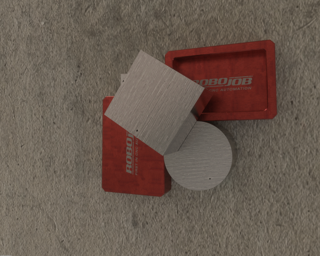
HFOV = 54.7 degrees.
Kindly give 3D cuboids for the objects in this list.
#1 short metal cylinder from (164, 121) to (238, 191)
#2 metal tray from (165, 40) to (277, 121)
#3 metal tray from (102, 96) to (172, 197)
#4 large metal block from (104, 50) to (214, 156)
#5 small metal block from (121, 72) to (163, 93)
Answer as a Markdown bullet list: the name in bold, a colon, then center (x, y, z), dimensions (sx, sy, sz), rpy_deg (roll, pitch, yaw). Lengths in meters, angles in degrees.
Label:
- **short metal cylinder**: center (0.051, 0.032, 0.378), dimensions (0.080, 0.050, 0.080), rpy_deg (0, 90, 20)
- **metal tray**: center (0.073, -0.054, 0.381), dimensions (0.130, 0.030, 0.089), rpy_deg (-2, 89, 19)
- **metal tray**: center (-0.031, 0.022, 0.419), dimensions (0.090, 0.030, 0.129), rpy_deg (1, 90, 20)
- **large metal block**: center (0.000, -0.027, 0.342), dimensions (0.080, 0.050, 0.080), rpy_deg (34, 101, 16)
- **small metal block**: center (-0.017, -0.055, 0.403), dimensions (0.050, 0.050, 0.025), rpy_deg (1, 91, 20)
